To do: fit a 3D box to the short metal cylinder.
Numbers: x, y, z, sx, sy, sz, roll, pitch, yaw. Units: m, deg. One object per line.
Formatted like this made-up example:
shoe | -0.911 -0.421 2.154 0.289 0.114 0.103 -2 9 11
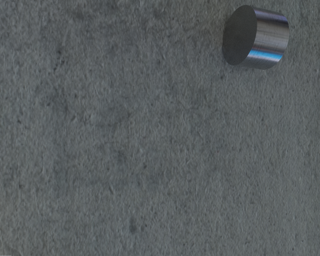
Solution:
short metal cylinder | 0.130 -0.124 0.429 0.050 0.080 0.079 4 89 -20
